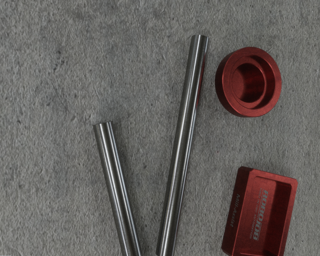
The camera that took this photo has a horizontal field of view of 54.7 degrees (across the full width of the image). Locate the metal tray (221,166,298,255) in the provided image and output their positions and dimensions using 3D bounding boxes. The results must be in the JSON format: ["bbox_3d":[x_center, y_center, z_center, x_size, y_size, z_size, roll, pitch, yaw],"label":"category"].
[{"bbox_3d":[0.150,0.130,0.463,0.091,0.030,0.129,15,85,-20],"label":"metal tray"}]

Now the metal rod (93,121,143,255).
[{"bbox_3d":[-0.040,0.139,0.395,0.025,0.025,0.298,-14,95,-20],"label":"metal rod"}]

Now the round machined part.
[{"bbox_3d":[0.122,-0.064,0.447,0.099,0.042,0.097,0,90,-21],"label":"round machined part"}]

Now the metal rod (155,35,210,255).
[{"bbox_3d":[0.031,0.022,0.421,0.025,0.025,0.298,11,86,-20],"label":"metal rod"}]
